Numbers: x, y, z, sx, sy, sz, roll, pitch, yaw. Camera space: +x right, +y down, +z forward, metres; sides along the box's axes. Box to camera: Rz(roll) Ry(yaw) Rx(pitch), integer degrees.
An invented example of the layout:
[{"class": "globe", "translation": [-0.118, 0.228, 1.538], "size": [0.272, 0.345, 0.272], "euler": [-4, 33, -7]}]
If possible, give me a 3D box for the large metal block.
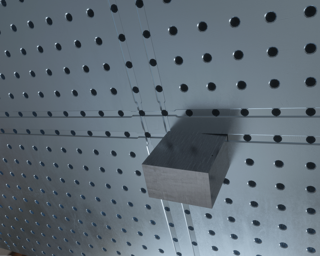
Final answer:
[{"class": "large metal block", "translation": [0.035, 0.048, 0.385], "size": [0.080, 0.080, 0.050], "euler": [4, 120, 26]}]
